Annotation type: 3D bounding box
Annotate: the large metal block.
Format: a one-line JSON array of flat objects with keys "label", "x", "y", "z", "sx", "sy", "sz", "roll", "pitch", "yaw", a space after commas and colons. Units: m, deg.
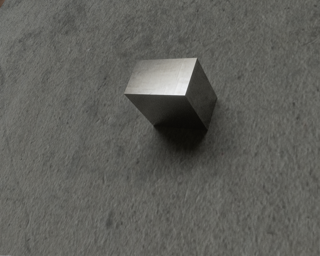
[{"label": "large metal block", "x": 0.016, "y": -0.040, "z": 0.386, "sx": 0.080, "sy": 0.080, "sz": 0.050, "roll": 5, "pitch": 64, "yaw": 30}]
